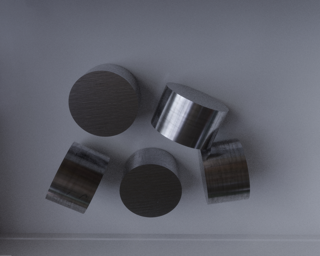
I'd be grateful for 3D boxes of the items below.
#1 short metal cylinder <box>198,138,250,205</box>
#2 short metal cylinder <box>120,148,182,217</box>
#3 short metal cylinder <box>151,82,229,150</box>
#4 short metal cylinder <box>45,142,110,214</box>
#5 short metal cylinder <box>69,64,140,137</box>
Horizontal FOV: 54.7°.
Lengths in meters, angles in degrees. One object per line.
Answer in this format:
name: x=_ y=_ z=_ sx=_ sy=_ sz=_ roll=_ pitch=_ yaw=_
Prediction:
short metal cylinder: x=0.080 y=0.056 z=0.402 sx=0.050 sy=0.080 sz=0.079 roll=-8 pitch=110 yaw=3
short metal cylinder: x=-0.012 y=0.074 z=0.423 sx=0.081 sy=0.050 sz=0.079 roll=0 pitch=110 yaw=-1
short metal cylinder: x=0.036 y=-0.016 z=0.376 sx=0.080 sy=0.080 sz=0.050 roll=20 pitch=109 yaw=-8
short metal cylinder: x=-0.105 y=0.064 z=0.402 sx=0.050 sy=0.080 sz=0.080 roll=26 pitch=108 yaw=-10
short metal cylinder: x=-0.066 y=-0.035 z=0.382 sx=0.081 sy=0.050 sz=0.079 roll=0 pitch=110 yaw=-1
